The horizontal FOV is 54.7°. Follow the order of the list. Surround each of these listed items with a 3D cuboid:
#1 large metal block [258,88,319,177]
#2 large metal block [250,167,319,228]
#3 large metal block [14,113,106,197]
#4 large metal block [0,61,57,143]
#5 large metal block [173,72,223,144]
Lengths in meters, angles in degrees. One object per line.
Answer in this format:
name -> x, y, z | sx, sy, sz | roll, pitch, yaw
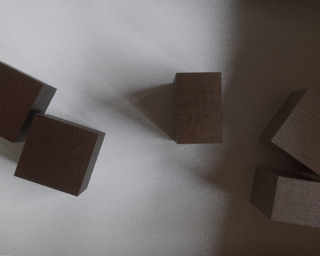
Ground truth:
large metal block -> 0.191, 0.006, 0.402 | 0.080, 0.050, 0.080 | 36, 90, -1
large metal block -> 0.168, 0.085, 0.386 | 0.080, 0.080, 0.050 | 9, 90, -1
large metal block -> -0.125, 0.032, 0.397 | 0.080, 0.050, 0.080 | 19, 90, -1
large metal block -> -0.194, -0.036, 0.396 | 0.080, 0.050, 0.080 | 27, 90, -1
large metal block -> 0.044, -0.022, 0.385 | 0.050, 0.080, 0.079 | -1, 90, 0
